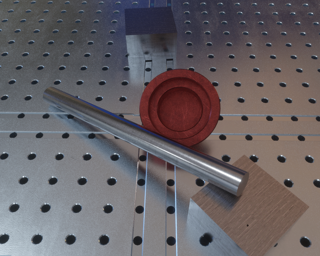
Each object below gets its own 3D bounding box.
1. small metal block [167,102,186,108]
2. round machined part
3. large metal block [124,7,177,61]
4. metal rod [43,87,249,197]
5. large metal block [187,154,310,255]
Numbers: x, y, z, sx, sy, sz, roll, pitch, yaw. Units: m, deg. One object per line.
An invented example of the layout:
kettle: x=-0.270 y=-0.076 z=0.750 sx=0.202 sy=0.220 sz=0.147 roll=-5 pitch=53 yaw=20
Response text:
small metal block: x=0.015 y=-0.045 z=0.445 sx=0.050 sy=0.025 sz=0.050 roll=9 pitch=51 yaw=7
round machined part: x=0.026 y=-0.023 z=0.396 sx=0.099 sy=0.042 sz=0.097 roll=-1 pitch=85 yaw=6
large metal block: x=-0.017 y=-0.161 z=0.526 sx=0.081 sy=0.050 sz=0.080 roll=-4 pitch=50 yaw=-4
metal rod: x=-0.040 y=0.003 z=0.369 sx=0.300 sy=0.025 sz=0.025 roll=23 pitch=53 yaw=31
large metal block: x=0.087 y=0.088 z=0.318 sx=0.080 sy=0.050 sz=0.080 roll=-33 pitch=58 yaw=-25
